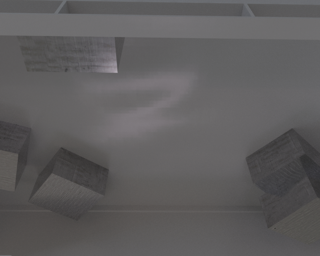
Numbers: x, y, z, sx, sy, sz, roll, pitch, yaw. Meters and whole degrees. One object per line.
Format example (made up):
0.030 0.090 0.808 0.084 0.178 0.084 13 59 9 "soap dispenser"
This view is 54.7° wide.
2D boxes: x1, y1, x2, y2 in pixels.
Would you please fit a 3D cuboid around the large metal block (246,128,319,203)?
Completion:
0.185 0.059 0.444 0.080 0.050 0.080 35 122 -26 "large metal block"

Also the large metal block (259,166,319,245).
0.198 0.107 0.420 0.080 0.050 0.080 26 125 -21 "large metal block"

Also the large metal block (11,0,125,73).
-0.078 -0.095 0.291 0.081 0.080 0.050 1 130 -1 "large metal block"

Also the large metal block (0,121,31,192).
-0.228 0.034 0.420 0.081 0.050 0.079 15 129 -13 "large metal block"

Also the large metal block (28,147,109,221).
-0.136 0.086 0.465 0.080 0.050 0.080 30 124 -24 "large metal block"
